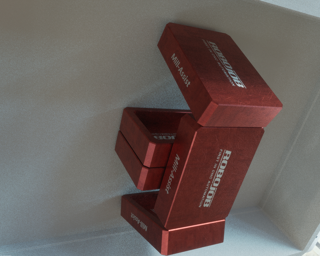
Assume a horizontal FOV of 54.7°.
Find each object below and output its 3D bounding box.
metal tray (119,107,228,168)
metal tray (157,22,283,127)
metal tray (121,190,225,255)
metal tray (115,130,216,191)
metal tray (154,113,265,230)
[{"bbox_3d":[0.026,0.008,0.385,0.131,0.090,0.030,1,118,-29],"label":"metal tray"},{"bbox_3d":[0.060,-0.059,0.334,0.091,0.130,0.030,0,138,-29],"label":"metal tray"},{"bbox_3d":[0.012,0.120,0.418,0.091,0.130,0.030,0,97,-29],"label":"metal tray"},{"bbox_3d":[0.018,0.036,0.398,0.131,0.090,0.030,1,118,-29],"label":"metal tray"},{"bbox_3d":[0.052,0.049,0.345,0.091,0.030,0.129,0,118,-30],"label":"metal tray"}]
